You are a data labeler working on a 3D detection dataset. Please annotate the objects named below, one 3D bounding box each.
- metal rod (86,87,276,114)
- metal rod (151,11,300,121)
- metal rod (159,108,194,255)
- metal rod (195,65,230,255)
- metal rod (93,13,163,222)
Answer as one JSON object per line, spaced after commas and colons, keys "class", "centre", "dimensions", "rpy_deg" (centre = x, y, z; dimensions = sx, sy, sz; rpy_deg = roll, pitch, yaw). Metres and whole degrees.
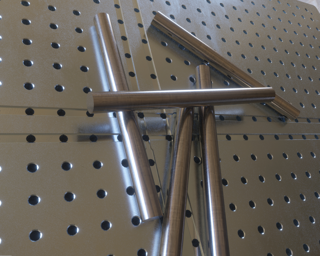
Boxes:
{"class": "metal rod", "centre": [0.050, -0.041, 0.428], "dimensions": [0.303, 0.025, 0.025], "rpy_deg": [-6, 65, -31]}
{"class": "metal rod", "centre": [0.117, -0.104, 0.536], "dimensions": [0.301, 0.025, 0.025], "rpy_deg": [33, 51, -7]}
{"class": "metal rod", "centre": [0.021, 0.073, 0.376], "dimensions": [0.025, 0.025, 0.300], "rpy_deg": [21, 54, -17]}
{"class": "metal rod", "centre": [0.068, 0.033, 0.426], "dimensions": [0.025, 0.025, 0.299], "rpy_deg": [14, 56, -21]}
{"class": "metal rod", "centre": [-0.047, -0.031, 0.402], "dimensions": [0.025, 0.025, 0.299], "rpy_deg": [-2, 63, -30]}
